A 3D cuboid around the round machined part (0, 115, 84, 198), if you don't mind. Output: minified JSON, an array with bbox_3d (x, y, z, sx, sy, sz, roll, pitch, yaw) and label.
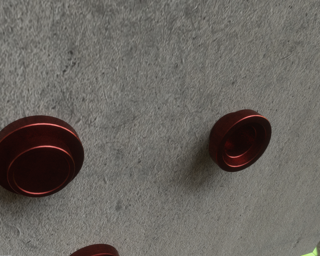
[{"bbox_3d":[-0.134,0.038,0.346,0.099,0.042,0.097,-14,124,-21],"label":"round machined part"}]

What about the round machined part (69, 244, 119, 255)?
[{"bbox_3d":[-0.105,0.232,0.482,0.099,0.042,0.097,-14,124,-21],"label":"round machined part"}]

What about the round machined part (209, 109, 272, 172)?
[{"bbox_3d":[0.115,0.015,0.468,0.099,0.042,0.097,-14,124,-21],"label":"round machined part"}]
